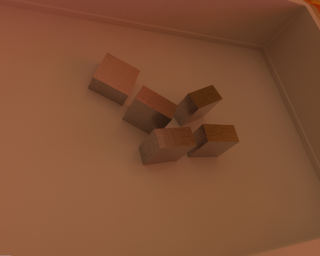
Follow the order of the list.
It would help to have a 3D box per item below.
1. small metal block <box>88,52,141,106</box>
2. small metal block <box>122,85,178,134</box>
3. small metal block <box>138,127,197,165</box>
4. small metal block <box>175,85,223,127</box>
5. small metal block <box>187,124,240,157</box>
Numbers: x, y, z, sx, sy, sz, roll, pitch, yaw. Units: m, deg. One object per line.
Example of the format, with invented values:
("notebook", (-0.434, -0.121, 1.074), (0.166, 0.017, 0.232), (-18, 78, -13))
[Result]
("small metal block", (-0.060, -0.065, 0.414), (0.050, 0.025, 0.050), (28, 52, -11))
("small metal block", (-0.014, -0.020, 0.396), (0.050, 0.050, 0.025), (30, 52, -10))
("small metal block", (0.008, 0.022, 0.382), (0.050, 0.050, 0.025), (-3, 64, -30))
("small metal block", (0.052, -0.031, 0.439), (0.050, 0.050, 0.025), (-23, 75, -37))
("small metal block", (0.069, 0.018, 0.418), (0.050, 0.050, 0.025), (2, 61, -28))
